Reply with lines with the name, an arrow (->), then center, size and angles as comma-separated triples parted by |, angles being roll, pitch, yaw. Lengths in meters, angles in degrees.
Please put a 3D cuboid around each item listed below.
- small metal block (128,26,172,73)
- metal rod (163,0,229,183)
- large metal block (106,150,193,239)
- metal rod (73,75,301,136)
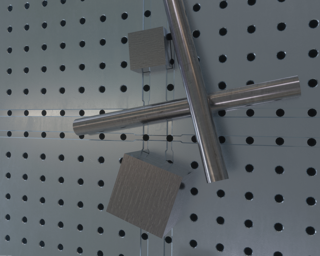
small metal block -> -0.013, -0.104, 0.417 | 0.050, 0.025, 0.050 | -5, 89, 20
metal rod -> 0.034, -0.083, 0.380 | 0.025, 0.025, 0.299 | -17, 77, 19
large metal block -> -0.013, 0.082, 0.404 | 0.080, 0.050, 0.080 | 20, 97, 18
metal rod -> 0.020, -0.025, 0.405 | 0.301, 0.025, 0.025 | -10, 87, 19
